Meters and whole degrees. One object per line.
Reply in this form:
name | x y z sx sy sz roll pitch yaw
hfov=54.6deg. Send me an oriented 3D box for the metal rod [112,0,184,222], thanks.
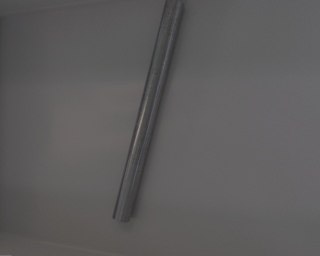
metal rod | -0.017 -0.019 0.416 0.025 0.025 0.298 16 95 19
